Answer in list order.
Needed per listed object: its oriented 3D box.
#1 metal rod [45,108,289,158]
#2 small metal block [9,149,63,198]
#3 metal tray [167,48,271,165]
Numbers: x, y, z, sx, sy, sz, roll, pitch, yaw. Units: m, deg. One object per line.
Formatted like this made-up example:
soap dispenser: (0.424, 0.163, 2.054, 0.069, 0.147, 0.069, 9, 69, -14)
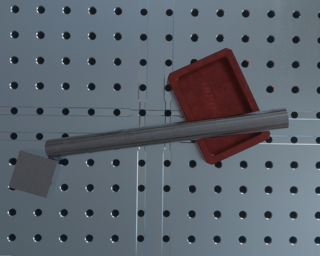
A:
metal rod: (0.001, 0.008, 0.389, 0.301, 0.025, 0.025, -8, 90, 9)
small metal block: (-0.164, 0.059, 0.411, 0.050, 0.025, 0.050, 17, 90, -1)
metal tray: (0.076, -0.028, 0.411, 0.090, 0.030, 0.129, -25, 90, -1)
